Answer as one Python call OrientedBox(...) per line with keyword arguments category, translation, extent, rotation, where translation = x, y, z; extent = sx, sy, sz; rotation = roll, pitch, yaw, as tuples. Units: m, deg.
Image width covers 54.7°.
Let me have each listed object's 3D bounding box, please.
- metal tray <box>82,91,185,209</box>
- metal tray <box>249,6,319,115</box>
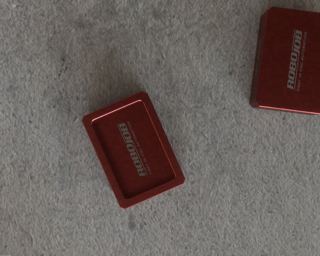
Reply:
OrientedBox(category="metal tray", translation=(-0.033, 0.028, 0.407), extent=(0.090, 0.030, 0.129), rotation=(-24, 90, -1))
OrientedBox(category="metal tray", translation=(0.175, -0.087, 0.410), extent=(0.091, 0.030, 0.129), rotation=(7, 90, -1))
